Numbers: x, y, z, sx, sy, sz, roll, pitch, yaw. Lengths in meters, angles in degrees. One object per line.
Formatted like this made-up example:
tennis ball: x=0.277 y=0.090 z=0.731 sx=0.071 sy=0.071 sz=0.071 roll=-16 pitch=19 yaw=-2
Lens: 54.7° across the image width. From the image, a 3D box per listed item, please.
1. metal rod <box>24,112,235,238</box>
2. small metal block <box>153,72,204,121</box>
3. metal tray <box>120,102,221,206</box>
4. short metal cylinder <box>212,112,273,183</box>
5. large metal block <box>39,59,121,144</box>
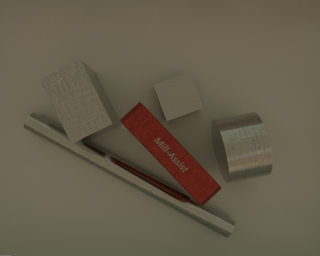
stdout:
metal rod: x=-0.039 y=0.062 z=0.410 sx=0.301 sy=0.025 sz=0.025 roll=29 pitch=90 yaw=-1
small metal block: x=0.024 y=-0.040 z=0.409 sx=0.050 sy=0.025 sz=0.050 roll=-20 pitch=90 yaw=-1
metal tray: x=0.012 y=0.029 z=0.377 sx=0.030 sy=0.090 sz=0.130 roll=-44 pitch=91 yaw=0
short metal cylinder: x=0.099 y=0.024 z=0.384 sx=0.050 sy=0.080 sz=0.080 roll=-12 pitch=90 yaw=1
large metal block: x=-0.093 y=-0.029 z=0.381 sx=0.050 sy=0.080 sz=0.080 roll=-26 pitch=90 yaw=0
